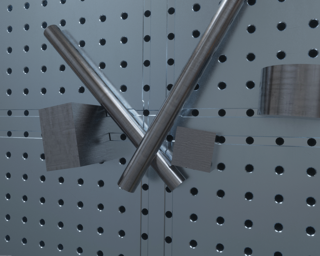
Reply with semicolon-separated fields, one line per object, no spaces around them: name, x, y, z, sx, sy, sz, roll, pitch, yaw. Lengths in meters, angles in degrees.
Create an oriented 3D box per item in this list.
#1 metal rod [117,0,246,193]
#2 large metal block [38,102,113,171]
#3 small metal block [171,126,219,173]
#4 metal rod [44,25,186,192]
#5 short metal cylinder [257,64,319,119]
metal rod;0.031;-0.054;0.385;0.025;0.025;0.299;31;94;17
large metal block;-0.112;0.011;0.423;0.050;0.080;0.080;-10;87;20
small metal block;0.045;0.026;0.396;0.050;0.025;0.050;10;93;19
metal rod;-0.070;-0.036;0.437;0.025;0.025;0.300;-44;77;15
short metal cylinder;0.148;-0.036;0.331;0.080;0.080;0.050;5;92;20
